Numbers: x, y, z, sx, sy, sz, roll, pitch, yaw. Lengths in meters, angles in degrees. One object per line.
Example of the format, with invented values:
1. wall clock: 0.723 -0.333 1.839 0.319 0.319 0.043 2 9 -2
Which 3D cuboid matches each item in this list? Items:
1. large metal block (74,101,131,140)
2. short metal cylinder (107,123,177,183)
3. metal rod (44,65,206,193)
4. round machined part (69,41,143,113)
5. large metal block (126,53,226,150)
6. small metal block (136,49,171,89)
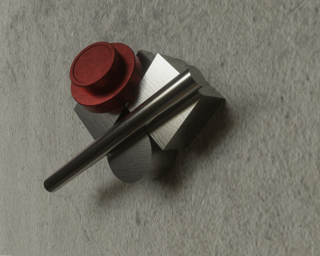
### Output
1. large metal block: -0.068 -0.030 0.443 0.080 0.050 0.080 50 119 28
2. short metal cylinder: -0.025 0.029 0.408 0.080 0.050 0.079 0 90 39
3. metal rod: -0.065 0.018 0.392 0.299 0.025 0.025 -34 69 34
4. round machined part: -0.075 -0.071 0.398 0.098 0.042 0.098 -12 60 21
5. large metal block: 0.017 -0.031 0.375 0.080 0.050 0.080 49 119 28
6. small metal block: -0.018 -0.069 0.418 0.050 0.025 0.050 50 119 28
